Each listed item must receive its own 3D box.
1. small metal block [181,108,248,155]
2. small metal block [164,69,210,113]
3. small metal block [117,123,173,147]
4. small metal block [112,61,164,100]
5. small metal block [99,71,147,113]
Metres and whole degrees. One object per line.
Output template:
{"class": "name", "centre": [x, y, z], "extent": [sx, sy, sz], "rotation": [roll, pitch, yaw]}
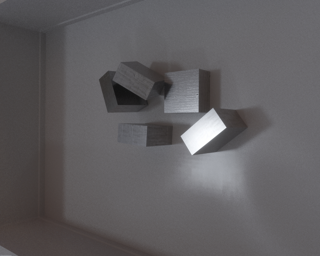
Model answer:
{"class": "small metal block", "centre": [0.060, 0.004, 0.340], "extent": [0.050, 0.050, 0.025], "rotation": [-44, 64, 31]}
{"class": "small metal block", "centre": [0.033, -0.043, 0.378], "extent": [0.050, 0.025, 0.050], "rotation": [1, 91, 39]}
{"class": "small metal block", "centre": [-0.019, 0.008, 0.404], "extent": [0.050, 0.050, 0.025], "rotation": [6, 94, 39]}
{"class": "small metal block", "centre": [-0.024, -0.062, 0.398], "extent": [0.050, 0.050, 0.025], "rotation": [32, 111, 10]}
{"class": "small metal block", "centre": [-0.051, -0.049, 0.428], "extent": [0.025, 0.050, 0.050], "rotation": [-30, 71, 43]}
